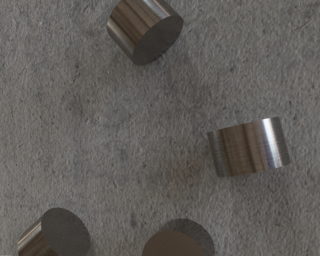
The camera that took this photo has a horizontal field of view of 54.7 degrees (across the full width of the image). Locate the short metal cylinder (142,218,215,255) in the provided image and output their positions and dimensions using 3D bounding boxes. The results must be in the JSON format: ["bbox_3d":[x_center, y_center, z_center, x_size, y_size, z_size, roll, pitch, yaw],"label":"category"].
[{"bbox_3d":[0.024,0.160,0.387,0.080,0.050,0.079,0,90,19],"label":"short metal cylinder"}]

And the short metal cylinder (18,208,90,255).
[{"bbox_3d":[-0.145,0.159,0.429,0.050,0.080,0.080,-43,77,15],"label":"short metal cylinder"}]

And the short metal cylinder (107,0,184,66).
[{"bbox_3d":[-0.018,-0.124,0.385,0.080,0.080,0.050,-43,77,15],"label":"short metal cylinder"}]

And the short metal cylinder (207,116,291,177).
[{"bbox_3d":[0.097,0.021,0.345,0.080,0.080,0.050,-14,86,19],"label":"short metal cylinder"}]
